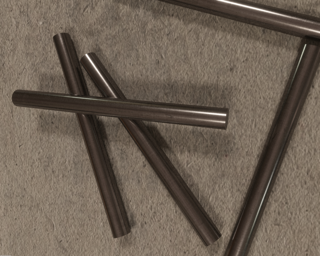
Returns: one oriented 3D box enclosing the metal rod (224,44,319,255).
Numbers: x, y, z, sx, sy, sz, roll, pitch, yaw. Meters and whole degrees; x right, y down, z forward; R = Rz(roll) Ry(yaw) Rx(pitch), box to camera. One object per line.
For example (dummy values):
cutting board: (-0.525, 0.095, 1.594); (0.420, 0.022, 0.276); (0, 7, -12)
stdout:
metal rod: (0.126, 0.051, 0.364); (0.025, 0.025, 0.298); (20, 96, 18)

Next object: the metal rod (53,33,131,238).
metal rod: (-0.099, 0.006, 0.442); (0.025, 0.025, 0.299); (-21, 83, 18)

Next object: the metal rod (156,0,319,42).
metal rod: (0.065, -0.155, 0.385); (0.301, 0.025, 0.025); (22, 97, 18)

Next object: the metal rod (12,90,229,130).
metal rod: (-0.065, -0.027, 0.402); (0.301, 0.025, 0.025); (7, 92, 19)

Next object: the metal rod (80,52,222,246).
metal rod: (-0.018, 0.020, 0.414); (0.025, 0.025, 0.299); (-39, 78, 16)
